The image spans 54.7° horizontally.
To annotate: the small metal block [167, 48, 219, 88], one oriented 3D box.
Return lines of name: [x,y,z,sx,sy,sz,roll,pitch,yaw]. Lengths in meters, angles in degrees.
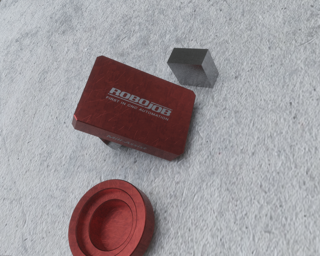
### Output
small metal block: [0.045,-0.080,0.412,0.050,0.050,0.025,12,68,32]

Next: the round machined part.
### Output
round machined part: [-0.050,0.111,0.350,0.098,0.042,0.098,-13,56,20]

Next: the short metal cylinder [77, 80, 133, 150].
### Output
short metal cylinder: [-0.063,-0.018,0.411,0.050,0.080,0.080,-38,51,3]

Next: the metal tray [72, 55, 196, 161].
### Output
metal tray: [-0.028,-0.023,0.375,0.131,0.030,0.090,20,65,-12]
